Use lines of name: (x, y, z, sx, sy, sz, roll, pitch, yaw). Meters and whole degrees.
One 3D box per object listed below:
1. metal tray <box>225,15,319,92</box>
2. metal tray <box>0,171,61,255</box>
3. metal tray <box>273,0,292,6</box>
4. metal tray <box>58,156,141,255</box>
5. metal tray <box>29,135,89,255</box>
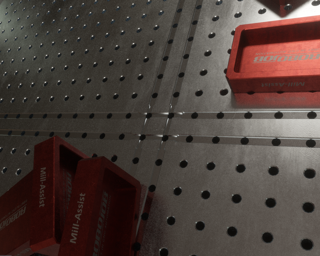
metal tray: (0.154, -0.090, 0.378, 0.130, 0.030, 0.090, 2, 63, 28)
metal tray: (-0.178, 0.117, 0.399, 0.130, 0.030, 0.090, -35, 49, 28)
metal tray: (0.203, -0.244, 0.448, 0.130, 0.030, 0.090, -34, 52, 5)
metal tray: (-0.060, 0.106, 0.331, 0.030, 0.090, 0.130, -9, 58, 23)
metal tray: (-0.108, 0.084, 0.369, 0.030, 0.090, 0.130, -24, 53, 13)
